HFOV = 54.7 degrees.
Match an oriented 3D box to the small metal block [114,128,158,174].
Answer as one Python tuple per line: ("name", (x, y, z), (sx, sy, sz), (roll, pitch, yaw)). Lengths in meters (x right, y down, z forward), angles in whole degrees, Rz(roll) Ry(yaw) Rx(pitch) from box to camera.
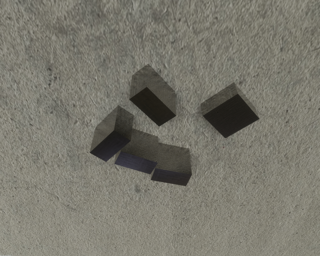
("small metal block", (-0.031, 0.029, 0.415), (0.050, 0.050, 0.025), (19, 128, -16))

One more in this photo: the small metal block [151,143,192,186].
("small metal block", (0.015, 0.050, 0.434), (0.050, 0.050, 0.025), (12, 129, -10))

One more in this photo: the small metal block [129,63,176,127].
("small metal block", (-0.007, -0.038, 0.358), (0.025, 0.050, 0.050), (-32, 123, 24))

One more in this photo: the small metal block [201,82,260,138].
("small metal block", (0.088, -0.021, 0.390), (0.050, 0.025, 0.050), (-34, 123, 25))

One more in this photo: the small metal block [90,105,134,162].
("small metal block", (-0.061, 0.007, 0.396), (0.025, 0.050, 0.050), (35, 122, -26))
